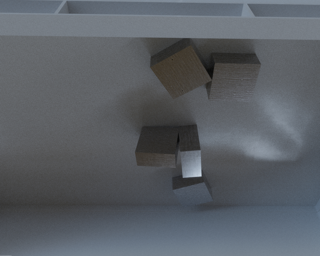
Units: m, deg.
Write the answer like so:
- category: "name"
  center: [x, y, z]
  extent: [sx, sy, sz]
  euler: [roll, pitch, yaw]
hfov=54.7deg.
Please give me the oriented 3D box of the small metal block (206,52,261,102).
- category: "small metal block"
  center: [0.084, -0.059, 0.360]
  extent: [0.050, 0.025, 0.050]
  euler: [1, 130, -2]

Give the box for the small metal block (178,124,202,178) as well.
- category: "small metal block"
  center: [0.040, 0.031, 0.419]
  extent: [0.025, 0.050, 0.050]
  euler: [-5, 130, 4]

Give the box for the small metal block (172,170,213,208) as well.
- category: "small metal block"
  center: [0.052, 0.097, 0.492]
  extent: [0.050, 0.025, 0.050]
  euler: [-17, 128, 14]

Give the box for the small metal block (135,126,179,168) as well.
- category: "small metal block"
  center: [-0.002, 0.024, 0.409]
  extent: [0.050, 0.050, 0.025]
  euler: [2, 131, 9]

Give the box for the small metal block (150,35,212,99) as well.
- category: "small metal block"
  center: [0.024, -0.068, 0.351]
  extent: [0.050, 0.025, 0.050]
  euler: [-25, 126, 20]
